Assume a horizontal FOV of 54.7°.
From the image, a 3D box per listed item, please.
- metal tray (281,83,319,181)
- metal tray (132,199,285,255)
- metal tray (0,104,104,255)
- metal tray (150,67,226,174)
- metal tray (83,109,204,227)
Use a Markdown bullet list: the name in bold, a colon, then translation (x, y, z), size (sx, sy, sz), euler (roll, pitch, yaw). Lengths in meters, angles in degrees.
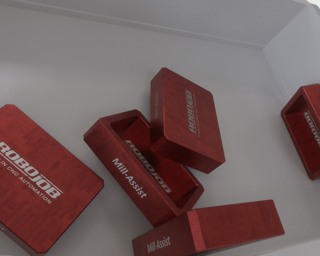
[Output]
- **metal tray**: translation (0.244, 0.007, 0.487), size (0.030, 0.090, 0.130), euler (-11, 65, -7)
- **metal tray**: translation (0.038, 0.104, 0.295), size (0.091, 0.129, 0.030), euler (1, 62, -28)
- **metal tray**: translation (-0.133, 0.048, 0.302), size (0.130, 0.030, 0.090), euler (41, 51, -1)
- **metal tray**: translation (0.033, -0.013, 0.403), size (0.090, 0.030, 0.130), euler (24, 42, -25)
- **metal tray**: translation (-0.013, 0.041, 0.344), size (0.130, 0.030, 0.090), euler (50, 23, 7)
